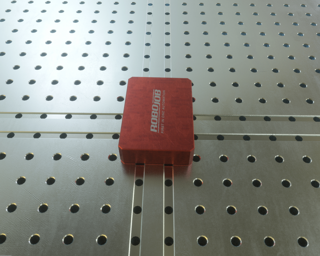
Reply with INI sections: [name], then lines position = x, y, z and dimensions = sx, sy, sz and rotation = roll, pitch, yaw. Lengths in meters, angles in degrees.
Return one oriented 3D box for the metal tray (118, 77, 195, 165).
[metal tray]
position = -0.002, -0.014, 0.415
dimensions = 0.091, 0.030, 0.130
rotation = 2, 50, 1
